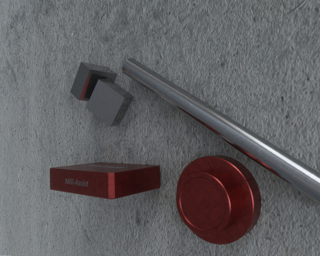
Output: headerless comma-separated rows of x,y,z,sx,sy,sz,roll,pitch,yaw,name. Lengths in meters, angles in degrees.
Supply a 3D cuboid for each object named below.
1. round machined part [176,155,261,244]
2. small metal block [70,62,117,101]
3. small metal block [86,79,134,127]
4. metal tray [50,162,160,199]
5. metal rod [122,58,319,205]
0.057,0.080,0.345,0.098,0.042,0.097,0,90,39,round machined part
-0.100,-0.068,0.469,0.025,0.050,0.050,40,114,33,small metal block
-0.074,-0.038,0.455,0.050,0.025,0.050,36,113,16,small metal block
-0.076,0.068,0.422,0.130,0.091,0.030,-3,89,39,metal tray
0.057,-0.012,0.356,0.300,0.025,0.025,37,113,33,metal rod
